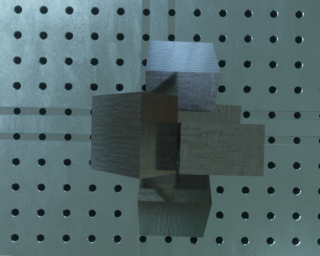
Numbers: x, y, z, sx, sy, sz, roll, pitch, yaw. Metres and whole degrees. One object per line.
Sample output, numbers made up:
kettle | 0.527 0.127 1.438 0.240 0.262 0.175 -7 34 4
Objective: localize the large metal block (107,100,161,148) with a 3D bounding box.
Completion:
large metal block | -0.028 0.006 0.401 0.080 0.050 0.080 7 90 0

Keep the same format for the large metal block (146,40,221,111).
large metal block | 0.025 -0.066 0.379 0.080 0.080 0.050 2 128 0

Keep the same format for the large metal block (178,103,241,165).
large metal block | 0.057 0.011 0.401 0.080 0.050 0.080 3 90 0

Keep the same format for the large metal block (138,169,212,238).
large metal block | 0.016 0.091 0.380 0.080 0.050 0.080 2 135 0

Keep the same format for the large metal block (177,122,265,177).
large metal block | 0.060 0.020 0.336 0.080 0.080 0.050 2 90 0

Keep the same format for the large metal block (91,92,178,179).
large metal block | -0.029 0.006 0.328 0.080 0.050 0.080 2 91 45
